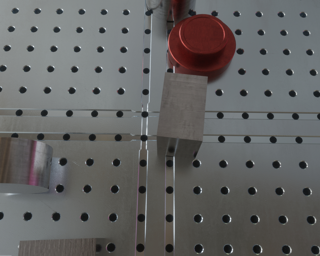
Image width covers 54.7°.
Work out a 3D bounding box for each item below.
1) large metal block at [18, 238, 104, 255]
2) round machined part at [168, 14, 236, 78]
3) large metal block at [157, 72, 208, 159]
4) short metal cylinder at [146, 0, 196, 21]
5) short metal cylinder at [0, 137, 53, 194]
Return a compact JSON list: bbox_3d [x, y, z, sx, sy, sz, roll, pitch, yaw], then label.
[{"bbox_3d":[-0.107,0.164,0.338,0.081,0.050,0.080,-2,70,-1],"label":"large metal block"},{"bbox_3d":[0.061,-0.124,0.448,0.099,0.042,0.098,0,70,0],"label":"round machined part"},{"bbox_3d":[0.026,-0.012,0.387,0.050,0.080,0.080,7,70,2],"label":"large metal block"},{"bbox_3d":[0.018,-0.214,0.477,0.081,0.050,0.080,0,70,0],"label":"short metal cylinder"},{"bbox_3d":[-0.171,0.047,0.364,0.081,0.080,0.050,-1,70,0],"label":"short metal cylinder"}]
